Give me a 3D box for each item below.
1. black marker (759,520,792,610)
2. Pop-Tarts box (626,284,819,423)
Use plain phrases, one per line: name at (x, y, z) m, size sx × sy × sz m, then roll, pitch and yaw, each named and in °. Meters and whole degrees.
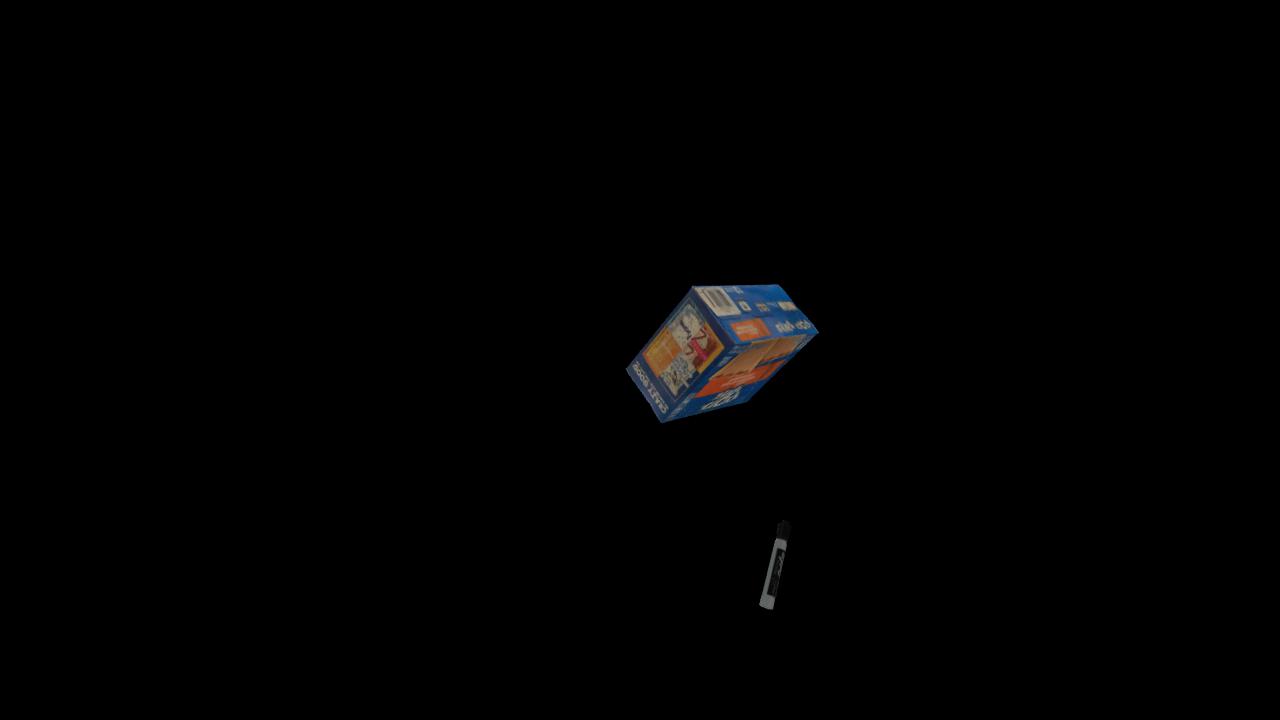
black marker at (0.188, 0.280, 0.848) m, size 0.020 × 0.121 × 0.020 m, roll 17°, pitch -25°, yaw 8°
Pop-Tarts box at (0.095, -0.010, 0.708) m, size 0.167 × 0.083 × 0.141 m, roll -7°, pitch -34°, yaw -45°
